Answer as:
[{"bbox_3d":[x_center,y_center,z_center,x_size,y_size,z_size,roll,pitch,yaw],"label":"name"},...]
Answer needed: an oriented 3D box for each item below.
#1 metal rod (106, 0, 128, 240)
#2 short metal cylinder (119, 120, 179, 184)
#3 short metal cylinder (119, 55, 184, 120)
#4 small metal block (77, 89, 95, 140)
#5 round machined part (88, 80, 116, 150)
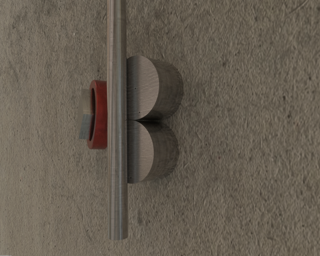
[{"bbox_3d":[-0.053,-0.014,0.386,0.025,0.025,0.298,-1,89,40],"label":"metal rod"},{"bbox_3d":[-0.022,0.030,0.408,0.080,0.050,0.080,-1,89,40],"label":"short metal cylinder"},{"bbox_3d":[-0.016,-0.050,0.404,0.080,0.050,0.079,0,90,40],"label":"short metal cylinder"},{"bbox_3d":[-0.100,-0.019,0.436,0.050,0.025,0.050,114,150,-42],"label":"small metal block"},{"bbox_3d":[-0.077,-0.018,0.443,0.098,0.042,0.097,-177,90,-69],"label":"round machined part"}]
